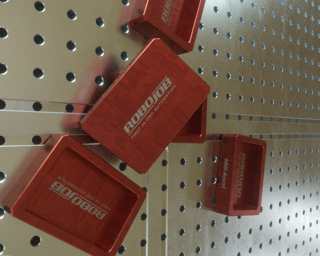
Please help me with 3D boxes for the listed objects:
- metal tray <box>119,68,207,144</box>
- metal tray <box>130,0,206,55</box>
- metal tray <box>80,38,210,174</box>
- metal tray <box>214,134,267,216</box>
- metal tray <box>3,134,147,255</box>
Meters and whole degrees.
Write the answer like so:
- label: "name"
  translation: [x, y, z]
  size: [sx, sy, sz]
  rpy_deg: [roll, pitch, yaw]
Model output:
- label: "metal tray"
  translation: [0.008, -0.026, 0.414]
  size: [0.131, 0.030, 0.089]
  rpy_deg: [4, 88, -40]
- label: "metal tray"
  translation: [0.019, -0.178, 0.422]
  size: [0.090, 0.030, 0.130]
  rpy_deg: [25, 75, -38]
- label: "metal tray"
  translation: [-0.016, -0.025, 0.355]
  size: [0.090, 0.030, 0.130]
  rpy_deg: [41, 83, -18]
- label: "metal tray"
  translation: [0.138, 0.080, 0.524]
  size: [0.091, 0.030, 0.129]
  rpy_deg: [12, 82, -40]
- label: "metal tray"
  translation: [-0.084, 0.077, 0.336]
  size: [0.130, 0.030, 0.090]
  rpy_deg: [43, 64, -32]
